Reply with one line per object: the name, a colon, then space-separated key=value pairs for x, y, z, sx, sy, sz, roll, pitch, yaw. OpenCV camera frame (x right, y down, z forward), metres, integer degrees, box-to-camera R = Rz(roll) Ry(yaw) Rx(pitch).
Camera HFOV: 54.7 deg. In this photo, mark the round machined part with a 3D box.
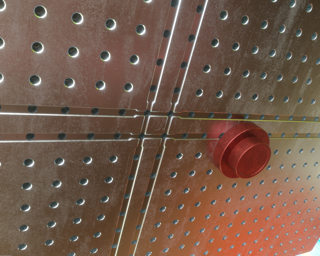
round machined part: x=0.140 y=0.043 z=0.503 sx=0.099 sy=0.042 sz=0.097 roll=-14 pitch=124 yaw=-21
